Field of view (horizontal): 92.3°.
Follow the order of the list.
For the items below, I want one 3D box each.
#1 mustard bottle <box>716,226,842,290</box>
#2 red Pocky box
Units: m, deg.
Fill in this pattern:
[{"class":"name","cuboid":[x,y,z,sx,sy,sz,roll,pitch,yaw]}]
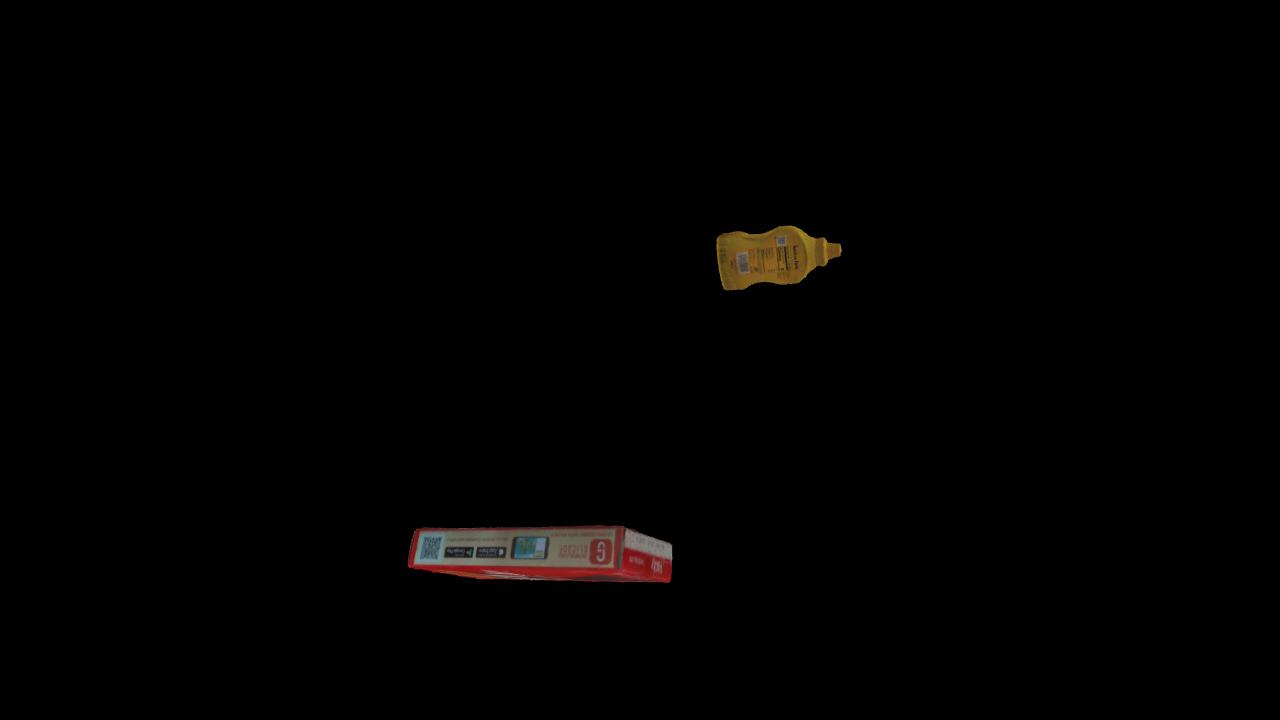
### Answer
[{"class":"mustard bottle","cuboid":[0.214,-0.159,0.943,0.184,0.092,0.054,-3,14,23]},{"class":"red Pocky box","cuboid":[-0.063,0.128,0.402,0.155,0.028,0.083,-7,-24,23]}]
